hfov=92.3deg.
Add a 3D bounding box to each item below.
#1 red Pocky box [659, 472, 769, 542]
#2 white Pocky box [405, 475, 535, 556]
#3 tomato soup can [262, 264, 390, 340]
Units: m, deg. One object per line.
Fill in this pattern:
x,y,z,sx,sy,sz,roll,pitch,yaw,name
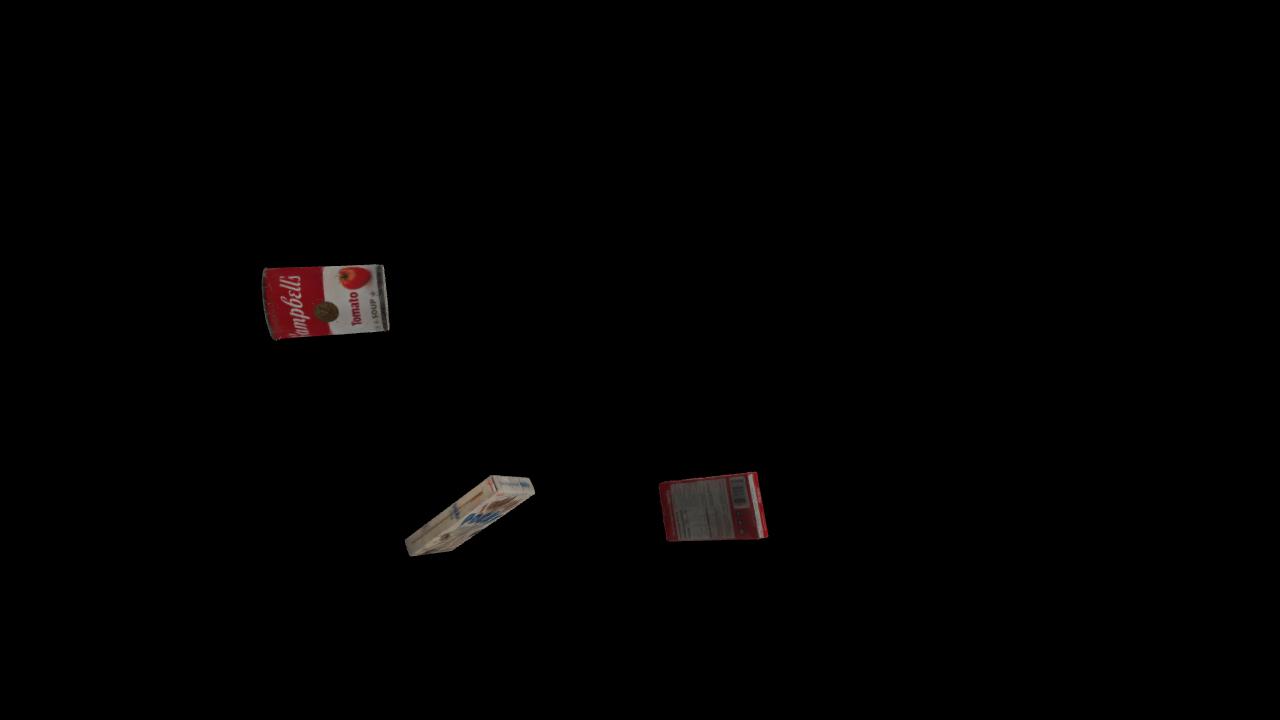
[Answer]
0.093,0.196,0.814,0.155,0.083,0.028,-17,-12,43,red Pocky box
-0.217,0.199,0.789,0.154,0.028,0.084,-36,-24,13,white Pocky box
-0.296,-0.056,0.588,0.101,0.068,0.068,-6,2,-21,tomato soup can
